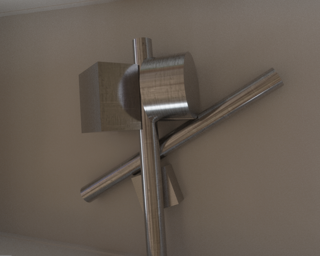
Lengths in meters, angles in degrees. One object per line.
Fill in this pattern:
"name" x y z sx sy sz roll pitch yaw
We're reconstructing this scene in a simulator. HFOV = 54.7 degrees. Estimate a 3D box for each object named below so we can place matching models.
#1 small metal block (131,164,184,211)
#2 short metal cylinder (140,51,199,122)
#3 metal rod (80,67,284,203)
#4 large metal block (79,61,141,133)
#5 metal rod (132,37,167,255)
"small metal block" -0.003 0.081 0.409 0.050 0.025 0.050 -22 83 18
"short metal cylinder" 0.014 -0.048 0.373 0.050 0.080 0.080 -5 89 18
"metal rod" 0.016 0.018 0.402 0.300 0.025 0.025 -33 80 16
"large metal block" -0.067 -0.035 0.397 0.080 0.050 0.079 -5 88 60
"metal rod" -0.012 0.038 0.385 0.025 0.025 0.298 -5 87 19
